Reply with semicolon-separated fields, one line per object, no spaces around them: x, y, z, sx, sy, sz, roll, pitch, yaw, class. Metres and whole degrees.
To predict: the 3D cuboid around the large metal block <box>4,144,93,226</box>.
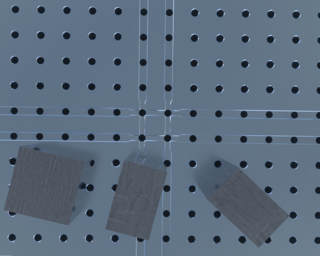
-0.140;0.070;0.399;0.080;0.050;0.080;14;90;-1;large metal block

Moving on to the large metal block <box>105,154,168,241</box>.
-0.027;0.081;0.386;0.050;0.080;0.080;15;90;0;large metal block

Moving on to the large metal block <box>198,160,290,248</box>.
0.099;0.089;0.387;0.080;0.080;0.050;44;90;-1;large metal block
